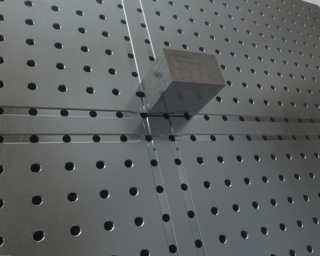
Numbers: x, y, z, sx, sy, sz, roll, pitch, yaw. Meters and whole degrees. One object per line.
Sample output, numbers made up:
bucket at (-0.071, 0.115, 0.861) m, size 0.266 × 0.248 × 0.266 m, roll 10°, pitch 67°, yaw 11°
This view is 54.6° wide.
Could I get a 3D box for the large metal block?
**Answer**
large metal block at (0.028, -0.059, 0.423) m, size 0.081 × 0.080 × 0.050 m, roll 0°, pitch 62°, yaw -28°
